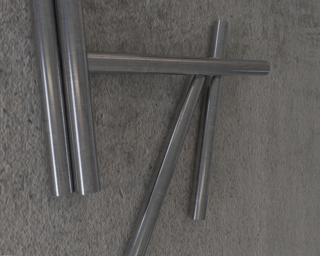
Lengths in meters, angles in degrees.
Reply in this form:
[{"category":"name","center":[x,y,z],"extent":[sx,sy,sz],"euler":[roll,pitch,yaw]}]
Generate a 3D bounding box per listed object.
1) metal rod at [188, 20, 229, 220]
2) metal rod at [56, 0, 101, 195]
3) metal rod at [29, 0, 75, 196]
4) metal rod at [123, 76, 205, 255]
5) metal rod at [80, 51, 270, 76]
[{"category":"metal rod","center":[0.074,-0.016,0.466],"extent":[0.025,0.025,0.298],"euler":[14,81,-39]},{"category":"metal rod","center":[-0.086,-0.083,0.309],"extent":[0.025,0.025,0.298],"euler":[-8,95,-40]},{"category":"metal rod","center":[-0.112,-0.082,0.309],"extent":[0.025,0.025,0.298],"euler":[-8,95,-40]},{"category":"metal rod","center":[0.003,0.062,0.407],"extent":[0.025,0.025,0.299],"euler":[32,70,-36]},{"category":"metal rod","center":[0.040,-0.083,0.415],"extent":[0.303,0.025,0.025],"euler":[-6,94,-33]}]
